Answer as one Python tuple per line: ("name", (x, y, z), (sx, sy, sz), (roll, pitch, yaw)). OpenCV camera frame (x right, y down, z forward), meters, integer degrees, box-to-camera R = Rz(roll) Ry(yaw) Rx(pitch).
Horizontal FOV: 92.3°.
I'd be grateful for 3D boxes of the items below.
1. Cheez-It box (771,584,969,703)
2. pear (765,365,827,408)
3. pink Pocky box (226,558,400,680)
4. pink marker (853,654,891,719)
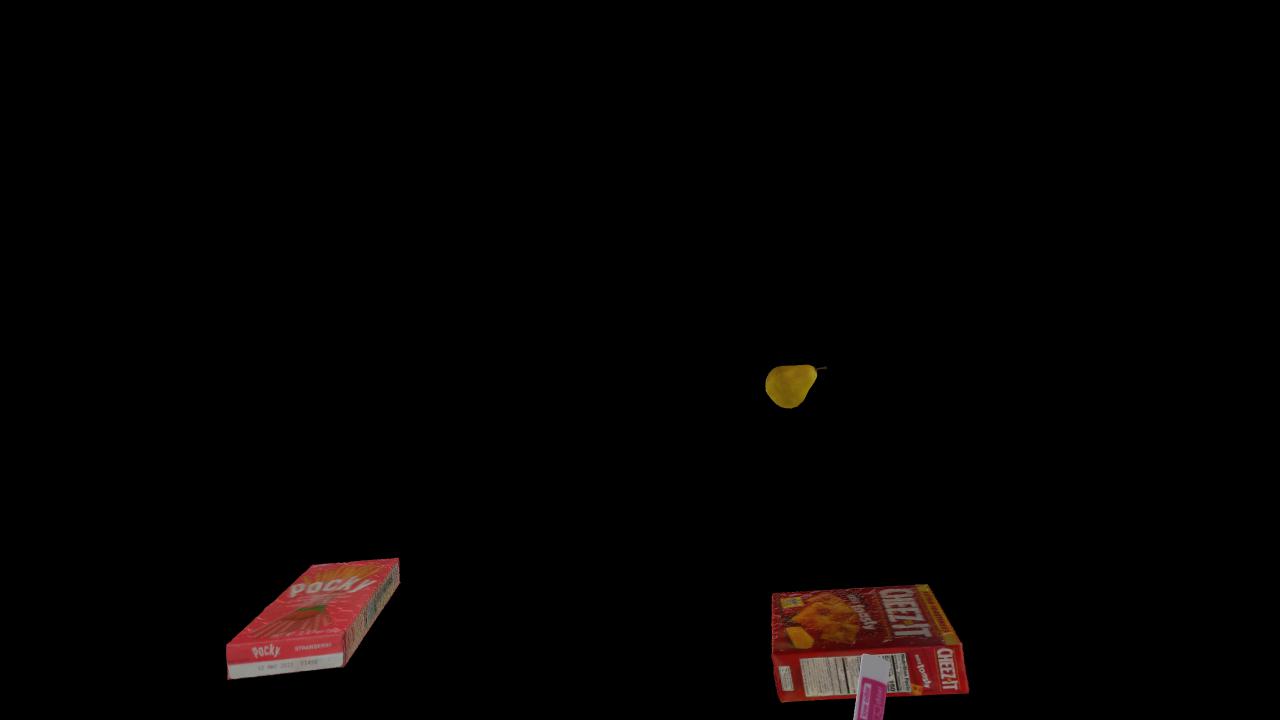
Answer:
("Cheez-It box", (0.288, 0.367, 0.810), (0.223, 0.071, 0.166), (-9, 4, 13))
("pear", (0.281, 0.034, 1.111), (0.111, 0.080, 0.080), (-46, -26, 28))
("pink Pocky box", (-0.267, 0.212, 0.524), (0.084, 0.029, 0.155), (-3, 3, -6))
("pink marker", (0.144, 0.256, 0.398), (0.020, 0.121, 0.020), (17, -27, 9))
